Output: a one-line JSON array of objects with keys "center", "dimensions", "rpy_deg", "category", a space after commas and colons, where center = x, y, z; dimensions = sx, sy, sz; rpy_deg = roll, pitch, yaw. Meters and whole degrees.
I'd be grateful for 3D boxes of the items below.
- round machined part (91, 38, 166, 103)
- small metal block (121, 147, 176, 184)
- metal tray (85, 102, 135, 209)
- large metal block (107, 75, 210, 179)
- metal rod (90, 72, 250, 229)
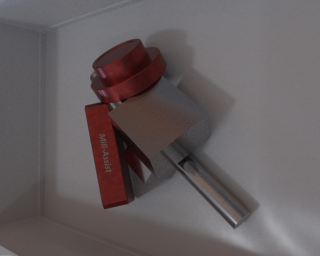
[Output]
[{"center": [-0.045, -0.077, 0.390], "dimensions": [0.098, 0.098, 0.042], "rpy_deg": [-2, 129, 39], "category": "round machined part"}, {"center": [-0.012, 0.042, 0.396], "dimensions": [0.050, 0.050, 0.025], "rpy_deg": [45, 117, 30], "category": "small metal block"}, {"center": [-0.065, 0.038, 0.416], "dimensions": [0.030, 0.090, 0.129], "rpy_deg": [-12, 80, -2], "category": "metal tray"}, {"center": [0.000, -0.002, 0.361], "dimensions": [0.080, 0.050, 0.080], "rpy_deg": [-37, 58, -14], "category": "large metal block"}, {"center": [-0.005, 0.009, 0.407], "dimensions": [0.300, 0.025, 0.025], "rpy_deg": [44, 116, 30], "category": "metal rod"}]
